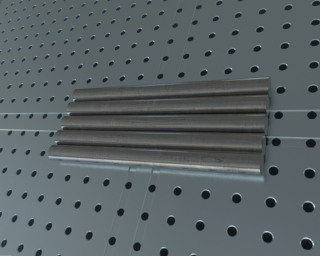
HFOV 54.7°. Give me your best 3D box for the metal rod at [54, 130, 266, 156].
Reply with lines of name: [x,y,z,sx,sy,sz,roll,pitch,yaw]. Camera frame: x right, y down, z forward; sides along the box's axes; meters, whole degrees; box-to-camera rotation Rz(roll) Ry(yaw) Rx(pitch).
metal rod: [-0.020,0.017,0.407,0.300,0.025,0.025,1,62,28]

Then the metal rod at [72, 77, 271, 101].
metal rod: [-0.002,-0.050,0.439,0.300,0.025,0.025,1,62,28]

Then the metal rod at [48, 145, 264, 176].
metal rod: [-0.025,0.038,0.397,0.300,0.025,0.025,0,62,27]

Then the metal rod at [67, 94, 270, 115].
metal rod: [-0.008,-0.028,0.428,0.300,0.025,0.025,1,62,28]

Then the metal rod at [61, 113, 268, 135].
metal rod: [-0.014,-0.005,0.417,0.300,0.025,0.025,1,62,28]
